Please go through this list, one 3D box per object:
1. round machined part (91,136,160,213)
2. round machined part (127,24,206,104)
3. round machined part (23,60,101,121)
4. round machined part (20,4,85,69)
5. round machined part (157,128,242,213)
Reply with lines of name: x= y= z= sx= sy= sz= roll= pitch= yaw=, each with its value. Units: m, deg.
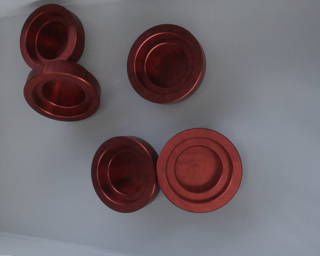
round machined part: x=-0.040 y=0.059 z=0.411 sx=0.098 sy=0.042 sz=0.097 roll=0 pitch=90 yaw=27
round machined part: x=0.011 y=-0.078 z=0.398 sx=0.098 sy=0.042 sz=0.097 roll=0 pitch=90 yaw=20
round machined part: x=-0.131 y=-0.055 z=0.427 sx=0.098 sy=0.098 sz=0.042 roll=-18 pitch=51 yaw=19
round machined part: x=-0.151 y=-0.125 z=0.454 sx=0.098 sy=0.042 sz=0.097 roll=-1 pitch=88 yaw=20
round machined part: x=0.046 y=0.049 z=0.375 sx=0.099 sy=0.042 sz=0.097 roll=0 pitch=88 yaw=1
